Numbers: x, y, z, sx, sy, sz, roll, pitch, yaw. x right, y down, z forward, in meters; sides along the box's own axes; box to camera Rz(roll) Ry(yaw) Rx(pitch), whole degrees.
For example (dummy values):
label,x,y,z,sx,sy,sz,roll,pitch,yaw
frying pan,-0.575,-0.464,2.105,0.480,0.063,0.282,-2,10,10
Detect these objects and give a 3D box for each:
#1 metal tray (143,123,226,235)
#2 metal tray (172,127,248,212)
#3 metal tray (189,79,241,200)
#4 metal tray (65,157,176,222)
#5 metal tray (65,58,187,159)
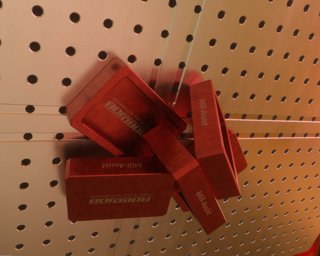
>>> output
label,x,y,z,sx,sy,sz,roll,pitch,yaw
metal tray,0.032,0.065,0.388,0.030,0.090,0.130,-34,129,-7
metal tray,0.068,0.064,0.486,0.130,0.030,0.090,-36,129,-5
metal tray,0.068,0.012,0.390,0.030,0.130,0.090,-16,131,15
metal tray,-0.051,0.079,0.399,0.131,0.030,0.089,0,130,-12
metal tray,-0.037,-0.011,0.382,0.090,0.030,0.130,-46,130,3
